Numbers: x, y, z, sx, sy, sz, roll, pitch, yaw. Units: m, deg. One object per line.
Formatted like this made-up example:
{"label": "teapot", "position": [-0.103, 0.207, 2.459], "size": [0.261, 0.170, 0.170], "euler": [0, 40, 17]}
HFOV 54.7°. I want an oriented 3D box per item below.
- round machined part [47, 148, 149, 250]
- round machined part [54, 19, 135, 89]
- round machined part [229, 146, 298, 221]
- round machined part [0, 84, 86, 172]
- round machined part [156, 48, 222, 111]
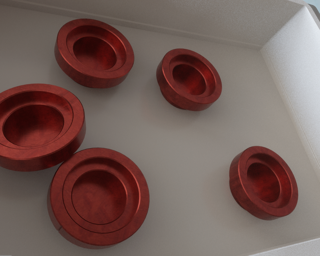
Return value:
{"label": "round machined part", "position": [-0.064, 0.073, 0.317], "size": [0.099, 0.042, 0.098], "euler": [14, 56, -21]}
{"label": "round machined part", "position": [-0.087, -0.091, 0.405], "size": [0.099, 0.042, 0.098], "euler": [14, 56, -21]}
{"label": "round machined part", "position": [0.135, 0.077, 0.423], "size": [0.099, 0.042, 0.098], "euler": [14, 56, -21]}
{"label": "round machined part", "position": [-0.125, 0.003, 0.313], "size": [0.099, 0.042, 0.098], "euler": [4, 49, -5]}
{"label": "round machined part", "position": [0.039, -0.066, 0.458], "size": [0.099, 0.042, 0.098], "euler": [14, 56, -21]}
